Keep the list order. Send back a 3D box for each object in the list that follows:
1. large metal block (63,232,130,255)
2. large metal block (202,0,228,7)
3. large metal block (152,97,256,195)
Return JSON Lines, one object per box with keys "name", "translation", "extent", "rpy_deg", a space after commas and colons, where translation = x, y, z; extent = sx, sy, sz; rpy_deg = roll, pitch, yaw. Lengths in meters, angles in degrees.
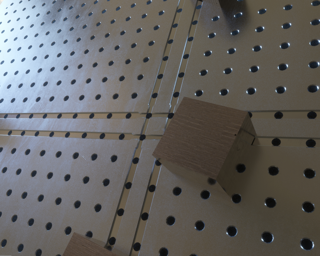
{"name": "large metal block", "translation": [-0.066, 0.167, 0.323], "extent": [0.080, 0.050, 0.080], "rpy_deg": [12, 68, 33]}
{"name": "large metal block", "translation": [0.074, -0.248, 0.485], "extent": [0.050, 0.080, 0.080], "rpy_deg": [-46, 51, -4]}
{"name": "large metal block", "translation": [0.052, 0.018, 0.353], "extent": [0.080, 0.050, 0.080], "rpy_deg": [18, 71, 34]}
